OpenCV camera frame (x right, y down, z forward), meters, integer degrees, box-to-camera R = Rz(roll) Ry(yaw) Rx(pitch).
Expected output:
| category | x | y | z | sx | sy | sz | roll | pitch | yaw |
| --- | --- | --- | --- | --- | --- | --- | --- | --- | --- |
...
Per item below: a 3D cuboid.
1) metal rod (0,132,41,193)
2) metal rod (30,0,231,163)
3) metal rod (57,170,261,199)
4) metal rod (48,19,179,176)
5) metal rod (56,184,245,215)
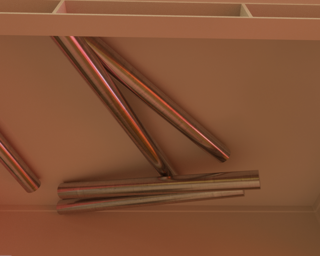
| category | x | y | z | sx | sy | sz | roll | pitch | yaw |
| --- | --- | --- | --- | --- | --- | --- | --- | --- | --- |
| metal rod | -0.237 | -0.018 | 0.389 | 0.025 | 0.025 | 0.299 | -12 | 130 | 9 |
| metal rod | -0.014 | -0.042 | 0.373 | 0.025 | 0.025 | 0.301 | -37 | 122 | 26 |
| metal rod | -0.014 | 0.083 | 0.445 | 0.301 | 0.025 | 0.025 | -7 | 131 | 19 |
| metal rod | -0.032 | -0.001 | 0.388 | 0.025 | 0.025 | 0.299 | -19 | 134 | 15 |
| metal rod | -0.026 | 0.107 | 0.473 | 0.301 | 0.025 | 0.025 | -11 | 130 | 19 |
